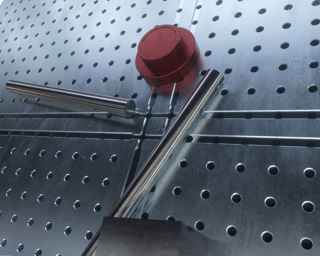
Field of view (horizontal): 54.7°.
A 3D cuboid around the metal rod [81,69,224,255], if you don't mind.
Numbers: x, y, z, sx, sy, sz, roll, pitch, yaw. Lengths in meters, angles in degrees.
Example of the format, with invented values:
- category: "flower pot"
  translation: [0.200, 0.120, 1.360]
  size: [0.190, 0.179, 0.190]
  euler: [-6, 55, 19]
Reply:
- category: "metal rod"
  translation: [-0.009, 0.050, 0.380]
  size: [0.025, 0.025, 0.300]
  euler: [26, 75, 36]

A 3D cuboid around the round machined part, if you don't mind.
- category: "round machined part"
  translation: [0.006, -0.115, 0.464]
  size: [0.098, 0.042, 0.098]
  euler: [-13, 56, 20]

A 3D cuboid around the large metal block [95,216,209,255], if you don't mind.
- category: "large metal block"
  translation: [-0.005, 0.122, 0.299]
  size: [0.080, 0.080, 0.050]
  euler: [-5, 60, 25]

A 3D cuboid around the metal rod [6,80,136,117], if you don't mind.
- category: "metal rod"
  translation: [-0.166, -0.055, 0.526]
  size: [0.300, 0.025, 0.025]
  euler: [12, 68, 32]
